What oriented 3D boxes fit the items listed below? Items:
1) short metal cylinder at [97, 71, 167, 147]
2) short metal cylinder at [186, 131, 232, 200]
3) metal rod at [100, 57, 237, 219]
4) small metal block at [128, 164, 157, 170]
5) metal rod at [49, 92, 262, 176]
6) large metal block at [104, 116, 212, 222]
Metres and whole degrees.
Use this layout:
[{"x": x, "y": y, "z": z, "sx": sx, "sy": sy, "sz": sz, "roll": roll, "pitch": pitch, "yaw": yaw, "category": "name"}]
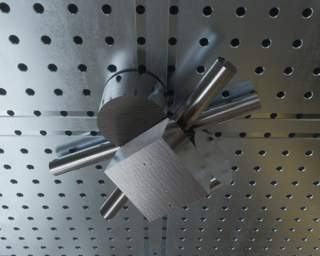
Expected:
[{"x": -0.032, "y": -0.021, "z": 0.373, "sx": 0.081, "sy": 0.050, "sz": 0.079, "roll": 0, "pitch": 130, "yaw": 0, "category": "short metal cylinder"}, {"x": 0.052, "y": 0.050, "z": 0.415, "sx": 0.050, "sy": 0.080, "sz": 0.080, "roll": -35, "pitch": 122, "yaw": 27, "category": "short metal cylinder"}, {"x": -0.006, "y": 0.033, "z": 0.403, "sx": 0.025, "sy": 0.025, "sz": 0.298, "roll": 24, "pitch": 126, "yaw": -19, "category": "metal rod"}, {"x": -0.030, "y": 0.054, "z": 0.453, "sx": 0.050, "sy": 0.025, "sz": 0.050, "roll": -22, "pitch": 127, "yaw": 17, "category": "small metal block"}, {"x": -0.017, "y": 0.013, "z": 0.418, "sx": 0.301, "sy": 0.025, "sz": 0.025, "roll": -18, "pitch": 128, "yaw": 14, "category": "metal rod"}, {"x": 0.000, "y": 0.047, "z": 0.347, "sx": 0.080, "sy": 0.050, "sz": 0.080, "roll": -32, "pitch": 106, "yaw": 25, "category": "large metal block"}]
